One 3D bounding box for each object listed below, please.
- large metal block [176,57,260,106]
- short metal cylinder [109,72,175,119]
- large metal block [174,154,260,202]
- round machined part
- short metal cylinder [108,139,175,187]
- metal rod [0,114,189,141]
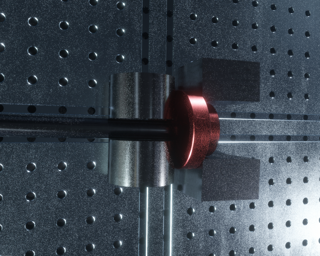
[{"bbox_3d":[0.073,-0.058,0.411,0.081,0.080,0.050,0,90,-20],"label":"large metal block"},{"bbox_3d":[-0.022,-0.036,0.375,0.081,0.080,0.050,1,91,-20],"label":"short metal cylinder"},{"bbox_3d":[0.073,0.062,0.411,0.081,0.080,0.050,3,89,-20],"label":"large metal block"},{"bbox_3d":[0.040,0.002,0.388,0.042,0.098,0.097,1,90,-20],"label":"round machined part"},{"bbox_3d":[-0.022,0.039,0.374,0.081,0.080,0.050,1,90,-20],"label":"short metal cylinder"},{"bbox_3d":[-0.105,0.000,0.361,0.302,0.025,0.025,2,90,-16],"label":"metal rod"}]
